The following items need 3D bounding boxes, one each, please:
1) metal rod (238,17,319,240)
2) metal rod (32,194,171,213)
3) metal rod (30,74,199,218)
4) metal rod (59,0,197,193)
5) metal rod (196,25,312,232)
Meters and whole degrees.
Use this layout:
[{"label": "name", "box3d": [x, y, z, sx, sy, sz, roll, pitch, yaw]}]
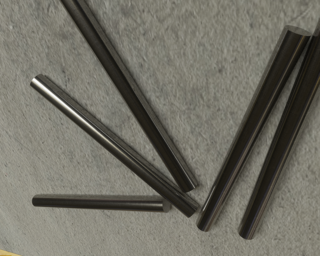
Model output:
[{"label": "metal rod", "box3d": [0.137, 0.023, 0.348, 0.025, 0.025, 0.298, 19, 126, 17]}, {"label": "metal rod", "box3d": [-0.118, 0.131, 0.547, 0.300, 0.025, 0.025, -7, 115, 30]}, {"label": "metal rod", "box3d": [-0.067, 0.026, 0.456, 0.300, 0.025, 0.025, 40, 129, 0]}, {"label": "metal rod", "box3d": [-0.035, -0.040, 0.398, 0.025, 0.025, 0.299, -22, 107, 36]}, {"label": "metal rod", "box3d": [0.096, 0.027, 0.372, 0.025, 0.025, 0.298, 24, 127, 13]}]
